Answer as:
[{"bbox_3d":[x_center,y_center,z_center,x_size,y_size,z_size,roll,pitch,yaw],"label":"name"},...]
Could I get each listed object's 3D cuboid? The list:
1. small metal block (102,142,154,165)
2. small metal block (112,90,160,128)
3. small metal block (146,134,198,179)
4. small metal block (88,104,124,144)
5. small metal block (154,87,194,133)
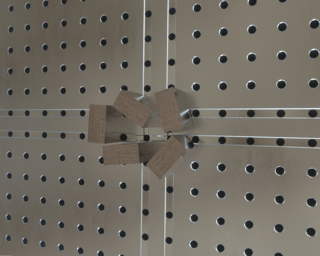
[{"bbox_3d":[-0.041,0.033,0.414,0.050,0.050,0.025,-5,88,20],"label":"small metal block"},{"bbox_3d":[-0.026,-0.025,0.409,0.050,0.050,0.025,35,102,16],"label":"small metal block"},{"bbox_3d":[0.016,0.035,0.393,0.025,0.050,0.050,44,104,15],"label":"small metal block"},{"bbox_3d":[-0.073,-0.006,0.426,0.025,0.050,0.050,4,92,20],"label":"small metal block"},{"bbox_3d":[0.019,-0.021,0.392,0.025,0.050,0.050,-17,84,19],"label":"small metal block"}]
